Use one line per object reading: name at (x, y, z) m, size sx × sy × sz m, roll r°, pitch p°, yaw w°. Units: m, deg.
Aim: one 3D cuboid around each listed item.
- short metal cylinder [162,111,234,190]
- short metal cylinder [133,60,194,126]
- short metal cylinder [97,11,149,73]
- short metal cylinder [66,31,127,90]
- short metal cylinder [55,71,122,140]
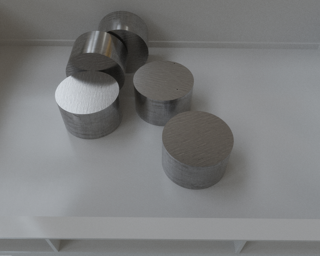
short metal cylinder at (0.042, 0.026, 0.368) m, size 0.081 × 0.050 × 0.080 m, roll 0°, pitch 50°, yaw 0°
short metal cylinder at (0.005, -0.049, 0.430) m, size 0.081 × 0.050 × 0.080 m, roll 0°, pitch 50°, yaw 0°
short metal cylinder at (-0.058, -0.131, 0.479) m, size 0.081 × 0.080 × 0.050 m, roll -1°, pitch 50°, yaw -1°
short metal cylinder at (-0.089, -0.090, 0.444) m, size 0.081 × 0.080 × 0.050 m, roll 1°, pitch 50°, yaw 0°
short metal cylinder at (-0.093, -0.031, 0.414) m, size 0.081 × 0.050 × 0.080 m, roll 0°, pitch 50°, yaw 0°
